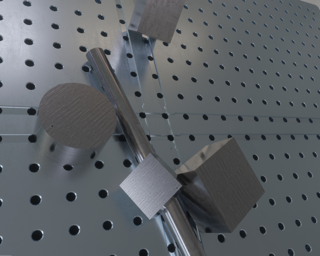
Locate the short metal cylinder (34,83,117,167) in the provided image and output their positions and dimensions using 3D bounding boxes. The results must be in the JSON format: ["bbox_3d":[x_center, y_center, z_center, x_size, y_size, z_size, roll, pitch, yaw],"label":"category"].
[{"bbox_3d":[-0.094,-0.003,0.343,0.081,0.050,0.080,13,56,-21],"label":"short metal cylinder"}]

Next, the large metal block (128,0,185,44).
[{"bbox_3d":[-0.005,-0.174,0.456,0.050,0.079,0.080,15,15,-20],"label":"large metal block"}]

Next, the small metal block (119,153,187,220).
[{"bbox_3d":[-0.007,0.063,0.342,0.050,0.050,0.025,44,5,19],"label":"small metal block"}]

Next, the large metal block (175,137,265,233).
[{"bbox_3d":[0.070,0.069,0.377,0.081,0.050,0.080,-33,95,-38],"label":"large metal block"}]

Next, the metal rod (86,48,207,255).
[{"bbox_3d":[-0.022,0.026,0.380,0.025,0.025,0.299,-16,70,-35],"label":"metal rod"}]
